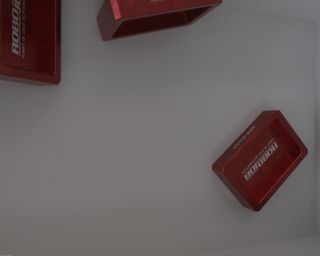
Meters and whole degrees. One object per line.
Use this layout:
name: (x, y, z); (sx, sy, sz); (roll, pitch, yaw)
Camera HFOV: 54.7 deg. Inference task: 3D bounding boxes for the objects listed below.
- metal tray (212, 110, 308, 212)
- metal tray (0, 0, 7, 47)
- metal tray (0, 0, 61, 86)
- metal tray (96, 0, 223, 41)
metal tray: (0.152, 0.047, 0.463); (0.130, 0.030, 0.090); (-44, 104, -15)
metal tray: (-0.198, -0.130, 0.283); (0.030, 0.130, 0.089); (6, 88, 11)
metal tray: (-0.146, -0.114, 0.323); (0.030, 0.090, 0.129); (0, 90, 23)
metal tray: (-0.004, -0.142, 0.374); (0.131, 0.090, 0.030); (-17, 96, -19)
